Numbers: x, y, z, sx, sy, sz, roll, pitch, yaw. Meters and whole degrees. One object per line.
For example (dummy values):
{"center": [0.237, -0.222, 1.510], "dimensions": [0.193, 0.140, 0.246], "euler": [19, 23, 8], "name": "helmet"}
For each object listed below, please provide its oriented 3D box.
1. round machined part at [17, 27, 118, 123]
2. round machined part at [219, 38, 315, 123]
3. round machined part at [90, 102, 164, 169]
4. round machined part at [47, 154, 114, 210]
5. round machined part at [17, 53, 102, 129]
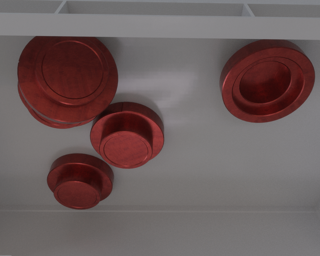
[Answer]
{"center": [-0.090, -0.054, 0.313], "dimensions": [0.099, 0.098, 0.042], "euler": [24, 167, -20], "name": "round machined part"}
{"center": [0.117, -0.056, 0.351], "dimensions": [0.099, 0.042, 0.097], "euler": [0, 130, 0], "name": "round machined part"}
{"center": [-0.044, 0.017, 0.411], "dimensions": [0.099, 0.042, 0.097], "euler": [0, 130, 0], "name": "round machined part"}
{"center": [-0.122, 0.087, 0.471], "dimensions": [0.099, 0.042, 0.097], "euler": [0, 130, 0], "name": "round machined part"}
{"center": [-0.117, -0.037, 0.365], "dimensions": [0.099, 0.042, 0.097], "euler": [0, 130, 0], "name": "round machined part"}
